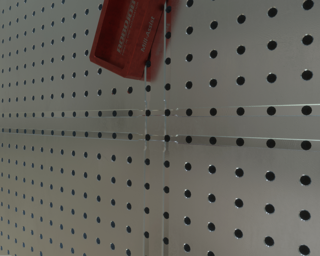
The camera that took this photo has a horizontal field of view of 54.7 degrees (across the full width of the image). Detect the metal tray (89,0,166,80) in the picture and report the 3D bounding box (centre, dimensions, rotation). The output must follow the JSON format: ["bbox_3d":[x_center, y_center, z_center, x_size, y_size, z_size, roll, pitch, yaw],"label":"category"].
[{"bbox_3d":[-0.049,-0.144,0.443,0.090,0.030,0.129,30,108,35],"label":"metal tray"}]
